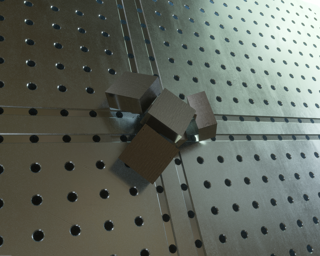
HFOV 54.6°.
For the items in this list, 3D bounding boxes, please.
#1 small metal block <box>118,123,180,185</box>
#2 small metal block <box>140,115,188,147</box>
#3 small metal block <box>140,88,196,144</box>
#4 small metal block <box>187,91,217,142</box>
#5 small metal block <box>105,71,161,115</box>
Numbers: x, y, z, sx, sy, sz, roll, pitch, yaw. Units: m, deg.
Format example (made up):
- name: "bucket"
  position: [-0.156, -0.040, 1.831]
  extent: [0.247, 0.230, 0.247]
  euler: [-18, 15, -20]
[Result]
- name: "small metal block"
  position: [-0.013, 0.030, 0.366]
  extent: [0.050, 0.025, 0.050]
  euler: [38, 88, -2]
- name: "small metal block"
  position: [0.004, -0.003, 0.412]
  extent: [0.050, 0.025, 0.050]
  euler: [1, 64, -27]
- name: "small metal block"
  position: [0.011, -0.015, 0.390]
  extent: [0.050, 0.025, 0.050]
  euler: [36, 51, -5]
- name: "small metal block"
  position: [0.058, -0.015, 0.428]
  extent: [0.025, 0.050, 0.050]
  euler: [-17, 67, 0]
- name: "small metal block"
  position: [-0.034, -0.047, 0.402]
  extent: [0.050, 0.025, 0.050]
  euler: [14, 47, 24]
